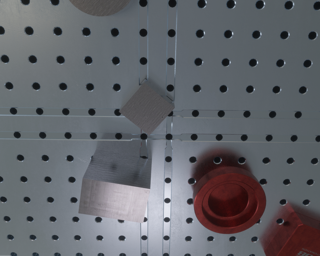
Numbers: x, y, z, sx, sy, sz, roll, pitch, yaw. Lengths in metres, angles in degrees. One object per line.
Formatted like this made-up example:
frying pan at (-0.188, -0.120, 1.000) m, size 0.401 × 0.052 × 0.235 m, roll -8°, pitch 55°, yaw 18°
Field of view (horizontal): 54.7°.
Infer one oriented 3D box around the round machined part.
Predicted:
round machined part at (0.096, 0.098, 0.441) m, size 0.099 × 0.042 × 0.097 m, roll 0°, pitch 110°, yaw 0°

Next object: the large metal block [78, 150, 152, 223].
large metal block at (-0.056, 0.075, 0.411) m, size 0.081 × 0.080 × 0.050 m, roll 10°, pitch 110°, yaw -4°

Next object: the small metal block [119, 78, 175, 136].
small metal block at (-0.017, -0.027, 0.403) m, size 0.050 × 0.025 × 0.050 m, roll 39°, pitch 105°, yaw -13°

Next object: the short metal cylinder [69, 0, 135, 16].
short metal cylinder at (-0.063, -0.164, 0.339) m, size 0.081 × 0.050 × 0.079 m, roll 0°, pitch 110°, yaw 0°

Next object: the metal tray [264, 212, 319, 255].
metal tray at (0.245, 0.195, 0.484) m, size 0.131 × 0.030 × 0.089 m, roll 22°, pitch 109°, yaw -8°
